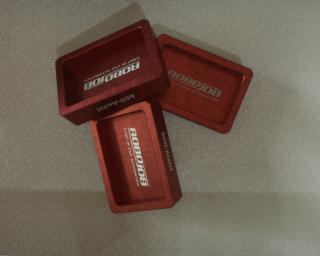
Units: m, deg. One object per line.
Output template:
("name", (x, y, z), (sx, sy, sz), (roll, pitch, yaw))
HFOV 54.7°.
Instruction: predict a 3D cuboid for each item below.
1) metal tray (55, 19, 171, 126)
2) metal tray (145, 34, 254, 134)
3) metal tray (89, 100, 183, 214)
("metal tray", (-0.060, -0.067, 0.375), (0.130, 0.030, 0.090), (-21, 61, 11))
("metal tray", (0.044, -0.056, 0.408), (0.131, 0.030, 0.090), (22, 90, 0))
("metal tray", (-0.031, 0.037, 0.390), (0.090, 0.030, 0.129), (-13, 91, 24))
